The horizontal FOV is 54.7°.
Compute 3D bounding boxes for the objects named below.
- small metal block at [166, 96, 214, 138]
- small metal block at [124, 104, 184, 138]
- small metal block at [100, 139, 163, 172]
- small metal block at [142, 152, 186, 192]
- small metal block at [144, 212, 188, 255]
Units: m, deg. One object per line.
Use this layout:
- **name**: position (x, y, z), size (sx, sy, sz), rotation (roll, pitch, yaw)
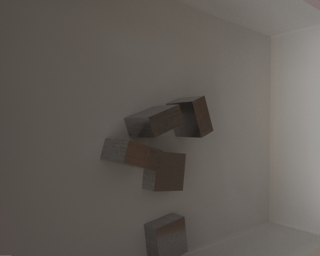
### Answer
- **small metal block**: position (0.040, -0.015, 0.424), size (0.025, 0.050, 0.050), rotation (-27, 107, -37)
- **small metal block**: position (-0.008, -0.009, 0.384), size (0.050, 0.050, 0.025), rotation (-25, 106, -37)
- **small metal block**: position (-0.033, 0.031, 0.362), size (0.050, 0.050, 0.025), rotation (21, 77, -38)
- **small metal block**: position (0.006, 0.057, 0.411), size (0.050, 0.025, 0.050), rotation (8, 85, -40)
- **small metal block**: position (0.008, 0.147, 0.414), size (0.050, 0.025, 0.050), rotation (-10, 97, -40)
